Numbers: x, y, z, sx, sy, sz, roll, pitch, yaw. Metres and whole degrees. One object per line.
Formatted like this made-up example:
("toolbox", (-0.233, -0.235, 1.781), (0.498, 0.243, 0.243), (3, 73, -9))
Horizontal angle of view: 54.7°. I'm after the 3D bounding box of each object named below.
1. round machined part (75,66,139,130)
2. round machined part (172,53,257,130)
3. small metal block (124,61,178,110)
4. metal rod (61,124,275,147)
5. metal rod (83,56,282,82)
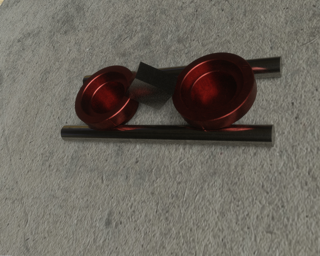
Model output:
("round machined part", (-0.070, -0.039, 0.450), (0.098, 0.042, 0.098), (-13, 56, 21))
("round machined part", (0.068, -0.040, 0.377), (0.098, 0.042, 0.098), (-13, 56, 21))
("small metal block", (-0.012, -0.052, 0.394), (0.050, 0.050, 0.025), (138, 150, -61))
("metal rod", (-0.010, 0.008, 0.405), (0.300, 0.025, 0.025), (0, 62, 28))
("metal rod", (0.013, -0.075, 0.443), (0.300, 0.025, 0.025), (0, 62, 28))
